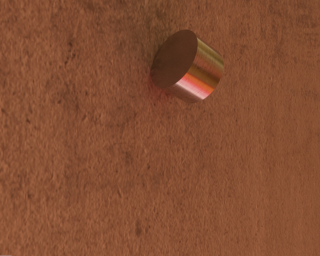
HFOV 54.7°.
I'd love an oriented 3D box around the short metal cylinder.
[{"bbox_3d":[0.034,-0.078,0.399,0.050,0.080,0.080,25,75,-38],"label":"short metal cylinder"}]
